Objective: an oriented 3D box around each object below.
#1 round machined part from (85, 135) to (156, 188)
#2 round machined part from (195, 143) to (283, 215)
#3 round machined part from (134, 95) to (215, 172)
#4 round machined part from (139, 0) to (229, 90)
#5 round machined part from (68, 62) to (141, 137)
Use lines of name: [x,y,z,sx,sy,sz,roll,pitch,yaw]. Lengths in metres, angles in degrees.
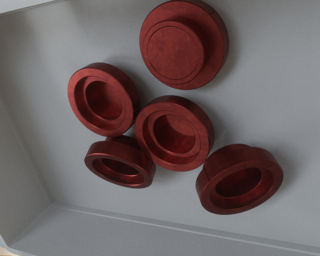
round machined part: [-0.052,0.044,0.437,0.098,0.042,0.098,13,148,9]
round machined part: [0.089,0.056,0.365,0.099,0.042,0.097,-8,132,-9]
round machined part: [0.021,0.003,0.389,0.098,0.042,0.097,13,124,21]
round machined part: [0.021,-0.086,0.334,0.098,0.042,0.097,13,124,21]
round machined part: [-0.069,-0.040,0.409,0.098,0.042,0.097,13,124,21]
